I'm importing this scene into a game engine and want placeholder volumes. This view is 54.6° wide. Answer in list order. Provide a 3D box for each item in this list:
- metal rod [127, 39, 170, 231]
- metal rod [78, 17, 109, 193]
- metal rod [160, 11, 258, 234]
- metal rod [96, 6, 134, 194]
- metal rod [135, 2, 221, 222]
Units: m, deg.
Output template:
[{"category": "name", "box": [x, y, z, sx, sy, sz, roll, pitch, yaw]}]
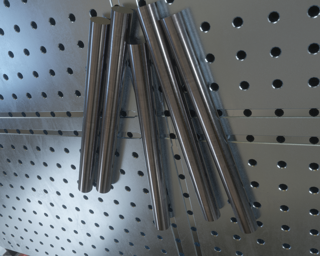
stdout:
[{"category": "metal rod", "box": [-0.011, 0.029, 0.435, 0.025, 0.025, 0.298, 8, 122, 24]}, {"category": "metal rod", "box": [-0.101, -0.012, 0.457, 0.025, 0.025, 0.298, 24, 127, 13]}, {"category": "metal rod", "box": [0.068, 0.009, 0.381, 0.025, 0.025, 0.299, -10, 113, 33]}, {"category": "metal rod", "box": [-0.069, -0.016, 0.439, 0.025, 0.025, 0.298, 23, 127, 14]}, {"category": "metal rod", "box": [0.030, -0.003, 0.394, 0.025, 0.025, 0.299, -5, 116, 31]}]
